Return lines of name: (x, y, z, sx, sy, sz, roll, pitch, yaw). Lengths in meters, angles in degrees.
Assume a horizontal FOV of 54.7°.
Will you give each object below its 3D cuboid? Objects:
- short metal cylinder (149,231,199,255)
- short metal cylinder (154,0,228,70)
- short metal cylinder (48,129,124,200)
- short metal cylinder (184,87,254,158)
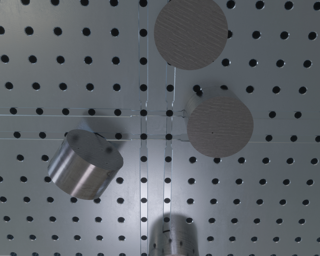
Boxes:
short metal cylinder: (0.022, 0.208, 0.477, 0.081, 0.050, 0.079, 0, 110, 0)
short metal cylinder: (0.034, -0.111, 0.359, 0.081, 0.050, 0.079, 0, 110, 0)
short metal cylinder: (-0.095, 0.046, 0.400, 0.080, 0.080, 0.050, 32, 107, -11)
short metal cylinder: (0.073, -0.008, 0.397, 0.081, 0.050, 0.079, 0, 110, 0)
